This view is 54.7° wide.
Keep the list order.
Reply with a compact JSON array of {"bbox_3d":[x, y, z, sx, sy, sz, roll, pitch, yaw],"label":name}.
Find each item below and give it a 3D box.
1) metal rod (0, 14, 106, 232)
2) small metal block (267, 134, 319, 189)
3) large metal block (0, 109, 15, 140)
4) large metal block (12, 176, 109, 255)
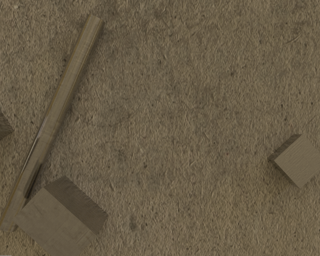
[{"bbox_3d":[-0.143,-0.006,0.408,0.025,0.025,0.299,23,90,0],"label":"metal rod"},{"bbox_3d":[0.182,0.043,0.412,0.050,0.025,0.050,-43,90,0],"label":"small metal block"},{"bbox_3d":[-0.245,0.005,0.380,0.080,0.080,0.050,-33,90,0],"label":"large metal block"},{"bbox_3d":[-0.117,0.110,0.382,0.080,0.080,0.050,43,90,0],"label":"large metal block"}]
